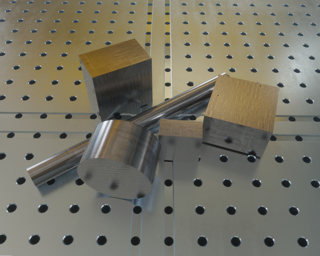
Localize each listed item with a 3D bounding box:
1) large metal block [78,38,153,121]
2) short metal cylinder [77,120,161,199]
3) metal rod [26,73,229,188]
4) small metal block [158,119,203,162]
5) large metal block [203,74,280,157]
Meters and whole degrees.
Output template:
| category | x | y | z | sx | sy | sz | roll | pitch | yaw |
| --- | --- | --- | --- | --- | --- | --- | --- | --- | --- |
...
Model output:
| category | x | y | z | sx | sy | sz | roll | pitch | yaw |
| --- | --- | --- | --- | --- | --- | --- | --- | --- | --- |
| large metal block | -0.058 | -0.066 | 0.428 | 0.081 | 0.080 | 0.050 | -23 | 54 | -18 |
| short metal cylinder | -0.043 | 0.036 | 0.340 | 0.080 | 0.080 | 0.050 | 9 | 51 | 7 |
| metal rod | -0.024 | -0.007 | 0.413 | 0.302 | 0.025 | 0.025 | -28 | 56 | -22 |
| small metal block | 0.024 | 0.016 | 0.378 | 0.050 | 0.050 | 0.025 | 4 | 50 | 3 |
| large metal block | 0.104 | -0.018 | 0.404 | 0.080 | 0.050 | 0.080 | 15 | 52 | 12 |
